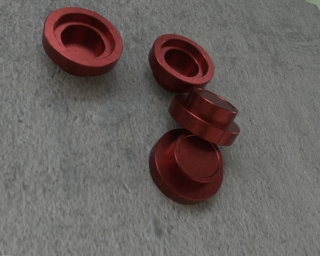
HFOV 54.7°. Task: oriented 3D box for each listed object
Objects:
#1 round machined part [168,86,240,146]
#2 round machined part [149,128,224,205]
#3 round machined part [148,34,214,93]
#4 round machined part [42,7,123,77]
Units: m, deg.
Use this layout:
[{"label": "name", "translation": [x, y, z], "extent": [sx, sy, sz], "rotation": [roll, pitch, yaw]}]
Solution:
[{"label": "round machined part", "translation": [0.064, -0.021, 0.413], "extent": [0.098, 0.042, 0.098], "rotation": [24, 20, -9]}, {"label": "round machined part", "translation": [0.039, 0.043, 0.390], "extent": [0.099, 0.042, 0.098], "rotation": [14, 56, -21]}, {"label": "round machined part", "translation": [0.028, -0.090, 0.462], "extent": [0.099, 0.042, 0.098], "rotation": [14, 52, -19]}, {"label": "round machined part", "translation": [-0.102, -0.106, 0.404], "extent": [0.099, 0.042, 0.098], "rotation": [14, 56, -21]}]
